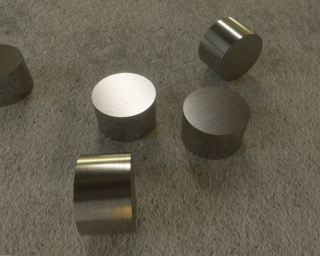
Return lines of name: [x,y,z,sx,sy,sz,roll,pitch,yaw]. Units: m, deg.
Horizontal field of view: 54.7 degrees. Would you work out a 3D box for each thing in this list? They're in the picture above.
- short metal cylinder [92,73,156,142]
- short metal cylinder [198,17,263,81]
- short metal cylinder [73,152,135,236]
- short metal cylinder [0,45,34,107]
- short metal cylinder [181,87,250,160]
short metal cylinder: [-0.046,-0.028,0.410,0.080,0.050,0.080,0,50,0]
short metal cylinder: [0.106,-0.118,0.467,0.081,0.080,0.050,-24,54,-19]
short metal cylinder: [-0.052,0.065,0.312,0.050,0.080,0.080,-3,50,-2]
short metal cylinder: [-0.233,-0.077,0.450,0.080,0.050,0.080,0,50,0]
short metal cylinder: [0.068,-0.007,0.393,0.080,0.050,0.080,0,50,0]
